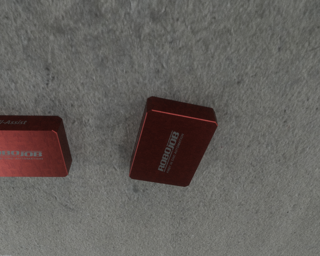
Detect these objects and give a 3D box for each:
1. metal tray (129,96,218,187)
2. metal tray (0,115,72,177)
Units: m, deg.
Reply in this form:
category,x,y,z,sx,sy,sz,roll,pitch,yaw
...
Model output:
category,x,y,z,sx,sy,sz,roll,pitch,yaw
metal tray,0.014,0.024,0.425,0.091,0.030,0.129,10,129,-10
metal tray,-0.195,0.027,0.424,0.131,0.030,0.089,0,130,-1
